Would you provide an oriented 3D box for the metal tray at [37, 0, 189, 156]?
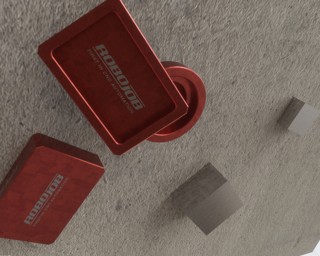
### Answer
[{"bbox_3d":[-0.043,-0.048,0.310,0.090,0.030,0.130,-33,106,3],"label":"metal tray"}]

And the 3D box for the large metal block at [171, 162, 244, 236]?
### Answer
[{"bbox_3d":[0.078,0.116,0.505,0.080,0.050,0.080,-39,129,-2],"label":"large metal block"}]

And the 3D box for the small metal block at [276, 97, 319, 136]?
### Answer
[{"bbox_3d":[0.234,-0.019,0.523,0.050,0.025,0.050,17,109,-35],"label":"small metal block"}]

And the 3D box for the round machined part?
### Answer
[{"bbox_3d":[0.003,-0.034,0.376,0.099,0.042,0.097,-14,124,-21],"label":"round machined part"}]

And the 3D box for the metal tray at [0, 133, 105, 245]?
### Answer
[{"bbox_3d":[-0.140,0.078,0.375,0.090,0.030,0.130,28,103,-38],"label":"metal tray"}]
